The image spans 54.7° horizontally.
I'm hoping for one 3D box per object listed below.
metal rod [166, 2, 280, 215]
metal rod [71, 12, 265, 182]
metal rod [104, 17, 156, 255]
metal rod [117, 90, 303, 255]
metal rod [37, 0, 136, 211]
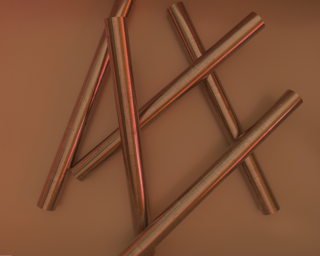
[{"bbox_3d":[0.084,-0.025,0.411,0.025,0.025,0.299,-25,90,0],"label":"metal rod"},{"bbox_3d":[0.005,-0.035,0.393,0.300,0.025,0.025,-40,90,7],"label":"metal rod"},{"bbox_3d":[-0.034,0.022,0.378,0.025,0.025,0.298,-6,103,0],"label":"metal rod"},{"bbox_3d":[0.061,0.065,0.383,0.300,0.025,0.025,-44,90,-2],"label":"metal rod"},{"bbox_3d":[-0.097,-0.035,0.410,0.025,0.025,0.299,21,90,0],"label":"metal rod"}]
